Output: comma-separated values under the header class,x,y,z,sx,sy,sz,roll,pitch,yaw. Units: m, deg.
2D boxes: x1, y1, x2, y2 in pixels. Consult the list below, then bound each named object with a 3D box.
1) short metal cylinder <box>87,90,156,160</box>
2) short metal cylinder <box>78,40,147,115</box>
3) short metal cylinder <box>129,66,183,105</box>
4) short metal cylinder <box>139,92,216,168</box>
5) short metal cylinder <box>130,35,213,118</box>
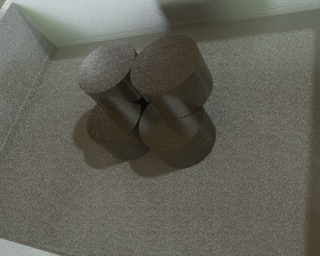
class,x,y,z,sx,sy,sz,roll,pitch,yaw
short metal cylinder,-0.049,-0.004,0.416,0.080,0.050,0.080,-13,56,21
short metal cylinder,-0.055,-0.063,0.391,0.080,0.050,0.080,-13,56,21
short metal cylinder,0.006,-0.062,0.423,0.080,0.050,0.080,-13,56,21
short metal cylinder,0.022,0.002,0.375,0.080,0.050,0.080,-13,56,21
short metal cylinder,0.014,-0.058,0.350,0.080,0.050,0.080,-13,56,21
